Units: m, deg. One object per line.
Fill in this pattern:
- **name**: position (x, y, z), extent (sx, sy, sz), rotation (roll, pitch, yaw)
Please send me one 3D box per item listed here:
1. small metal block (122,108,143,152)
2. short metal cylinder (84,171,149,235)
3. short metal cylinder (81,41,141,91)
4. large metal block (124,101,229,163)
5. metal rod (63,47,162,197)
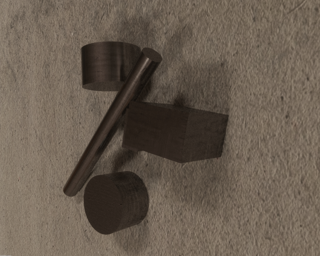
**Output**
- **small metal block**: position (-0.021, 0.001, 0.402), extent (0.025, 0.050, 0.050), rotation (12, 98, 32)
- **short metal cylinder**: position (-0.062, 0.104, 0.438), extent (0.080, 0.050, 0.079), rotation (0, 90, 39)
- **short metal cylinder**: position (-0.065, -0.081, 0.421), extent (0.080, 0.081, 0.050), rotation (-4, 87, 39)
- **large metal block**: position (0.019, 0.002, 0.352), extent (0.080, 0.081, 0.050), rotation (15, 99, 39)
- **metal rod**: position (-0.081, 0.012, 0.439), extent (0.025, 0.025, 0.298), rotation (57, 131, 24)
